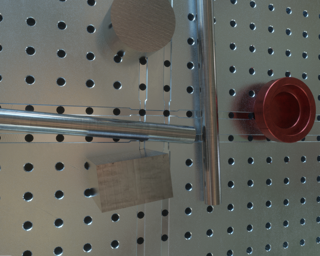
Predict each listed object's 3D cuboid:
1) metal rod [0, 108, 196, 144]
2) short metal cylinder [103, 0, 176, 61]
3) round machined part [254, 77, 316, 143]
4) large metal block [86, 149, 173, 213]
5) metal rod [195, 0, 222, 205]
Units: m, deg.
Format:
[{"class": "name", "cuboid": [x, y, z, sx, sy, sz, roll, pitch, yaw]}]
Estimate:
[{"class": "metal rod", "cuboid": [-0.097, -0.003, 0.377, 0.302, 0.025, 0.025, 5, 88, -20]}, {"class": "short metal cylinder", "cuboid": [-0.027, -0.130, 0.390, 0.081, 0.050, 0.079, 0, 90, -21]}, {"class": "round machined part", "cuboid": [0.185, -0.027, 0.474, 0.099, 0.042, 0.097, 0, 90, -21]}, {"class": "large metal block", "cuboid": [-0.039, 0.058, 0.370, 0.081, 0.080, 0.050, -7, 93, -20]}, {"class": "metal rod", "cuboid": [0.069, -0.042, 0.439, 0.025, 0.025, 0.298, -3, 91, -20]}]
